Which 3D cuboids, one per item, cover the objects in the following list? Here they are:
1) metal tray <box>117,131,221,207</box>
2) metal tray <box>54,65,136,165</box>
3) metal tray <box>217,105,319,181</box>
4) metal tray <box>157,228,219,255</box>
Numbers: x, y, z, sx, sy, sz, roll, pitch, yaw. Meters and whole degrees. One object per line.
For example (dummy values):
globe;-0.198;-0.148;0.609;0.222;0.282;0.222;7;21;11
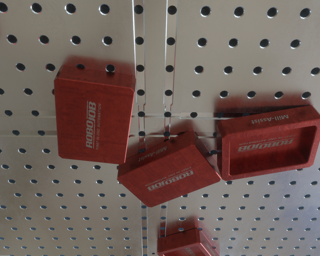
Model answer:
metal tray;0.014;0.066;0.465;0.130;0.030;0.090;-26;126;20
metal tray;-0.083;-0.011;0.398;0.091;0.030;0.129;7;130;-7
metal tray;0.145;0.023;0.421;0.131;0.030;0.089;-10;130;0
metal tray;0.061;0.258;0.629;0.090;0.030;0.130;-21;127;16
